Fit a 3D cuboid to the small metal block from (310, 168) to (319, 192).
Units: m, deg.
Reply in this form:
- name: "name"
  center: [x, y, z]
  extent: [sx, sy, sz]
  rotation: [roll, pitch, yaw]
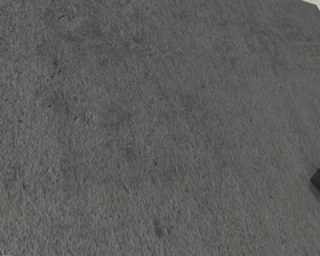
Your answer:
- name: "small metal block"
  center: [0.281, 0.088, 0.504]
  extent: [0.050, 0.025, 0.050]
  rotation: [-28, 77, -38]
